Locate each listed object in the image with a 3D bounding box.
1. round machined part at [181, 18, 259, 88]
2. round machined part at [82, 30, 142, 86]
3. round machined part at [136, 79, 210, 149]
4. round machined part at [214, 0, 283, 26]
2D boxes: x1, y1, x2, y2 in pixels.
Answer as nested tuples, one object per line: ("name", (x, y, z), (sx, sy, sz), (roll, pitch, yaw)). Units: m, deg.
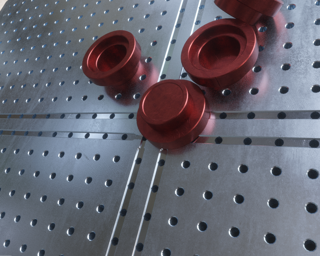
("round machined part", (0.081, -0.094, 0.413), (0.098, 0.042, 0.098), (-13, 57, 21))
("round machined part", (-0.073, -0.107, 0.503), (0.098, 0.042, 0.098), (-13, 56, 21))
("round machined part", (0.012, -0.025, 0.407), (0.098, 0.042, 0.098), (-13, 56, 21))
("round machined part", (0.113, -0.175, 0.423), (0.042, 0.099, 0.098), (-60, 43, 32))
